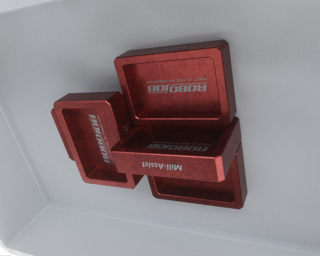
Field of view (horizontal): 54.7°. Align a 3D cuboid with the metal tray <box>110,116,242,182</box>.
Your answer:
[{"bbox_3d":[0.020,0.019,0.363,0.130,0.090,0.030,1,119,27],"label":"metal tray"}]

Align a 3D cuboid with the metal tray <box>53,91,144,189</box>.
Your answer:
[{"bbox_3d":[-0.079,0.017,0.414,0.090,0.030,0.129,1,119,27],"label":"metal tray"}]

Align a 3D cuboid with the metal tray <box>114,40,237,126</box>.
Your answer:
[{"bbox_3d":[0.018,-0.049,0.363,0.130,0.030,0.089,1,119,27],"label":"metal tray"}]

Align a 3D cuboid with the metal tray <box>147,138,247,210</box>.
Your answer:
[{"bbox_3d":[0.045,0.057,0.414,0.130,0.030,0.089,1,119,27],"label":"metal tray"}]

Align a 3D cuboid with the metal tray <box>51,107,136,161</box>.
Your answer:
[{"bbox_3d":[-0.087,0.006,0.449,0.130,0.030,0.089,0,119,27],"label":"metal tray"}]
